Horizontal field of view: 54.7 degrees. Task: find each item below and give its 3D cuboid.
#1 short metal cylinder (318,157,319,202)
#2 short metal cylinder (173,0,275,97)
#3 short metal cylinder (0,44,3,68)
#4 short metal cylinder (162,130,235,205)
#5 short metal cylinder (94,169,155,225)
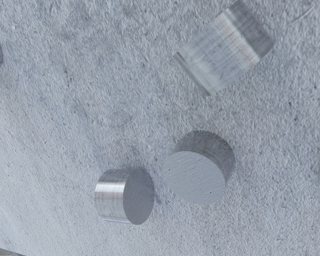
[{"bbox_3d":[0.206,0.054,0.315,0.080,0.050,0.079,13,124,21],"label":"short metal cylinder"},{"bbox_3d":[0.059,-0.075,0.294,0.080,0.080,0.050,-35,99,38],"label":"short metal cylinder"},{"bbox_3d":[-0.290,-0.118,0.471,0.080,0.050,0.079,13,124,21],"label":"short metal cylinder"},{"bbox_3d":[0.050,0.050,0.395,0.080,0.050,0.079,13,124,21],"label":"short metal cylinder"},{"bbox_3d":[-0.051,0.100,0.460,0.050,0.080,0.080,-5,116,30],"label":"short metal cylinder"}]
